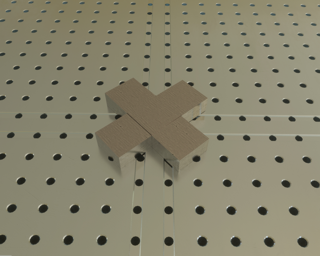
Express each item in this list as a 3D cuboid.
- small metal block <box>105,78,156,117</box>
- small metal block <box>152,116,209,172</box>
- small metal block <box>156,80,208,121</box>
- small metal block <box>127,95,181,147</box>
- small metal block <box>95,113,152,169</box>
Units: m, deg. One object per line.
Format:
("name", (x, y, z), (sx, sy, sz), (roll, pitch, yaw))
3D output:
("small metal block", (-0.041, -0.039, 0.440), (0.050, 0.025, 0.050), (-34, 58, -25))
("small metal block", (0.025, 0.019, 0.392), (0.050, 0.025, 0.050), (-34, 58, -25))
("small metal block", (0.030, -0.035, 0.437), (0.050, 0.025, 0.050), (-34, 58, -26))
("small metal block", (-0.008, -0.011, 0.415), (0.050, 0.025, 0.050), (-34, 58, -26))
("small metal block", (-0.046, 0.016, 0.394), (0.050, 0.025, 0.050), (-34, 58, -26))
